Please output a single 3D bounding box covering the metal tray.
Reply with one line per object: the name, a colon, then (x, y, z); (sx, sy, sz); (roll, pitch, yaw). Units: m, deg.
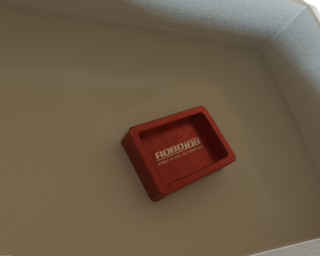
metal tray: (0.027, 0.028, 0.401); (0.131, 0.030, 0.090); (-18, 72, -35)
